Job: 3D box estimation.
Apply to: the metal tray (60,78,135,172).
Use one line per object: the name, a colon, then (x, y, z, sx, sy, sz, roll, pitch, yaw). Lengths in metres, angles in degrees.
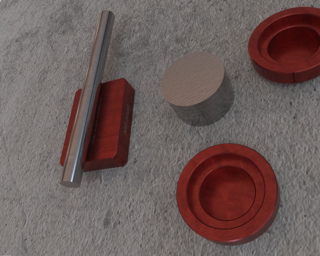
metal tray: (-0.088, -0.005, 0.448, 0.090, 0.030, 0.130, -10, 57, 22)

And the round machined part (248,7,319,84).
round machined part: (0.158, -0.092, 0.366, 0.098, 0.042, 0.098, -13, 56, 20)

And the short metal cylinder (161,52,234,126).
short metal cylinder: (0.048, -0.049, 0.392, 0.080, 0.050, 0.080, -13, 56, 20)

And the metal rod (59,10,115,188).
metal rod: (-0.099, -0.061, 0.451, 0.025, 0.025, 0.299, -9, 57, 23)

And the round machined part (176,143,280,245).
round machined part: (0.070, 0.068, 0.314, 0.098, 0.042, 0.098, -13, 56, 20)
